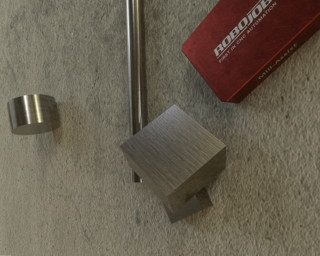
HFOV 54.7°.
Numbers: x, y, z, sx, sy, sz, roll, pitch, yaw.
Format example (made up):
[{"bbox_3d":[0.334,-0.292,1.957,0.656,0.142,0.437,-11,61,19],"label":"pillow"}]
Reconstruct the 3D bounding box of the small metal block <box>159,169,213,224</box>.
[{"bbox_3d":[0.029,0.083,0.380,0.050,0.025,0.050,-37,68,33],"label":"small metal block"}]

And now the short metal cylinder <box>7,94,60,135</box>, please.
[{"bbox_3d":[-0.224,-0.022,0.551,0.080,0.081,0.050,-22,77,37],"label":"short metal cylinder"}]

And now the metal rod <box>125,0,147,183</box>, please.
[{"bbox_3d":[-0.032,-0.076,0.429,0.025,0.025,0.298,-3,88,39],"label":"metal rod"}]

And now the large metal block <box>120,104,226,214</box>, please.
[{"bbox_3d":[0.016,0.033,0.347,0.080,0.050,0.080,-38,57,-16],"label":"large metal block"}]

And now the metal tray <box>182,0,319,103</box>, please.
[{"bbox_3d":[0.093,-0.100,0.324,0.129,0.030,0.090,-46,63,29],"label":"metal tray"}]
